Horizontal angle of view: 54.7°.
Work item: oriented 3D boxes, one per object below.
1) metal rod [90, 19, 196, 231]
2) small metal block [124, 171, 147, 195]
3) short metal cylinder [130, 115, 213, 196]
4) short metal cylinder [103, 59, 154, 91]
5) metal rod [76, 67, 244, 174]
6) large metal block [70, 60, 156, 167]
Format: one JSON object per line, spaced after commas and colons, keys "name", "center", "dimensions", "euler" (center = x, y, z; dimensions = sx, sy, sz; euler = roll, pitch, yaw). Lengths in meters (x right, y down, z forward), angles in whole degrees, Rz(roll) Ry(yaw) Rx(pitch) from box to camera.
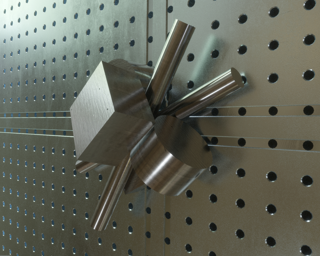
{"name": "metal rod", "center": [-0.030, 0.010, 0.397], "dimensions": [0.025, 0.025, 0.298], "euler": [37, 112, 33]}
{"name": "small metal block", "center": [-0.032, 0.059, 0.431], "dimensions": [0.050, 0.025, 0.050], "euler": [-34, 69, 34]}
{"name": "short metal cylinder", "center": [0.013, 0.031, 0.358], "dimensions": [0.050, 0.081, 0.080], "euler": [-51, 60, 29]}
{"name": "short metal cylinder", "center": [-0.041, -0.050, 0.422], "dimensions": [0.080, 0.050, 0.079], "euler": [0, 90, 40]}
{"name": "metal rod", "center": [-0.022, 0.004, 0.423], "dimensions": [0.299, 0.025, 0.025], "euler": [-29, 72, 36]}
{"name": "large metal block", "center": [-0.058, -0.015, 0.354], "dimensions": [0.080, 0.050, 0.080], "euler": [-48, 45, 30]}
